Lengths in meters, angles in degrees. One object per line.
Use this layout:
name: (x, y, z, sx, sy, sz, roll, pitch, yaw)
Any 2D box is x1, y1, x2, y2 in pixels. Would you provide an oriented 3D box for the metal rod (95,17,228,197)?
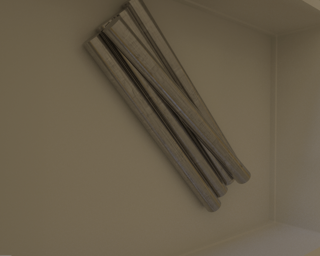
metal rod: (0.016, -0.010, 0.418, 0.025, 0.025, 0.300, -51, 120, -28)

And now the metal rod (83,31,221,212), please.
metal rod: (0.004, 0.010, 0.408, 0.025, 0.025, 0.300, -51, 120, -28)

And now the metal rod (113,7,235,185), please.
metal rod: (0.030, -0.026, 0.430, 0.025, 0.025, 0.300, -51, 120, -28)

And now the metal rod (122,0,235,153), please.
metal rod: (0.043, -0.046, 0.440, 0.025, 0.025, 0.300, -51, 120, -28)

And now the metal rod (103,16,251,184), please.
metal rod: (0.039, -0.017, 0.404, 0.300, 0.025, 0.025, 46, 63, -30)
